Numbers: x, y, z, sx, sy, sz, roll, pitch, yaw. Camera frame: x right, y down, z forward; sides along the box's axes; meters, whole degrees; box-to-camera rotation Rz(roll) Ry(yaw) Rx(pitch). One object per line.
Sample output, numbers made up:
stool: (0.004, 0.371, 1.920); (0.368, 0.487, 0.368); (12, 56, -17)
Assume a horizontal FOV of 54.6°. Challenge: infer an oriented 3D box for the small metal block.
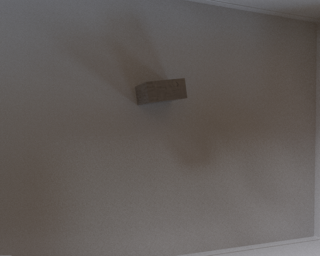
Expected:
small metal block: (0.000, -0.046, 0.397); (0.050, 0.050, 0.025); (-9, 93, -20)
